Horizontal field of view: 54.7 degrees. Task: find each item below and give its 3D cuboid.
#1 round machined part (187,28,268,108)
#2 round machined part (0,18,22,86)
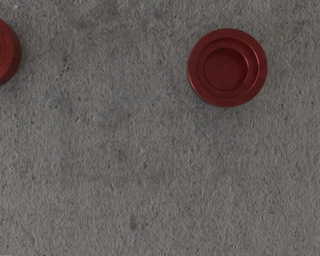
[{"bbox_3d":[0.084,-0.074,0.402,0.099,0.042,0.097,0,90,0],"label":"round machined part"},{"bbox_3d":[-0.227,-0.097,0.400,0.099,0.042,0.097,0,90,0],"label":"round machined part"}]
